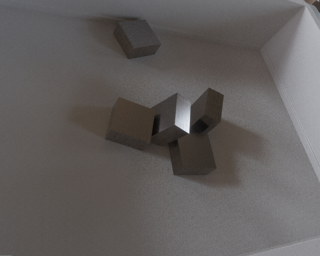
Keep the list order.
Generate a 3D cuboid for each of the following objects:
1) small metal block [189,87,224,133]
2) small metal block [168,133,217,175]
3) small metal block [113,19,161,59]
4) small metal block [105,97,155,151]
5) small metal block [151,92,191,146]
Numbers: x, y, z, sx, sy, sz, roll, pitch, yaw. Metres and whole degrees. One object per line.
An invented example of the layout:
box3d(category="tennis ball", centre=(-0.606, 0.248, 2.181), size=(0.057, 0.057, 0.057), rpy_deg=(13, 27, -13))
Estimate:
box3d(category="small metal block", centre=(0.063, -0.020, 0.438), size=(0.025, 0.050, 0.050), rpy_deg=(25, 53, -13))
box3d(category="small metal block", centre=(0.042, 0.034, 0.409), size=(0.050, 0.025, 0.050), rpy_deg=(5, 60, -26))
box3d(category="small metal block", centre=(-0.035, -0.136, 0.471), size=(0.050, 0.025, 0.050), rpy_deg=(-20, 73, -36))
box3d(category="small metal block", centre=(-0.037, -0.005, 0.390), size=(0.050, 0.025, 0.050), rpy_deg=(19, 54, -17))
box3d(category="small metal block", centre=(0.012, -0.010, 0.400), size=(0.025, 0.050, 0.050), rpy_deg=(31, 49, -32))
